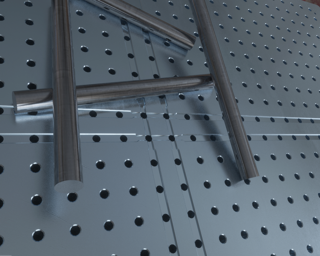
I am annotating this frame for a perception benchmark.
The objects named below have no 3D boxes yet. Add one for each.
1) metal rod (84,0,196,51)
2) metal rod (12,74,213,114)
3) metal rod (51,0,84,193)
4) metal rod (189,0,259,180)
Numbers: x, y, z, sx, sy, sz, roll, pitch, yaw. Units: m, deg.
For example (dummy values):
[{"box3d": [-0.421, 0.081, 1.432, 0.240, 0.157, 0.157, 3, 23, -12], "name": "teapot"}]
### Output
[{"box3d": [-0.081, -0.195, 0.483, 0.302, 0.025, 0.025, 22, 54, -15], "name": "metal rod"}, {"box3d": [-0.034, -0.052, 0.420, 0.302, 0.025, 0.025, -11, 68, -33], "name": "metal rod"}, {"box3d": [-0.112, -0.067, 0.359, 0.025, 0.025, 0.299, 5, 51, -26], "name": "metal rod"}, {"box3d": [0.093, -0.071, 0.469, 0.025, 0.025, 0.299, -5, 74, -30], "name": "metal rod"}]
